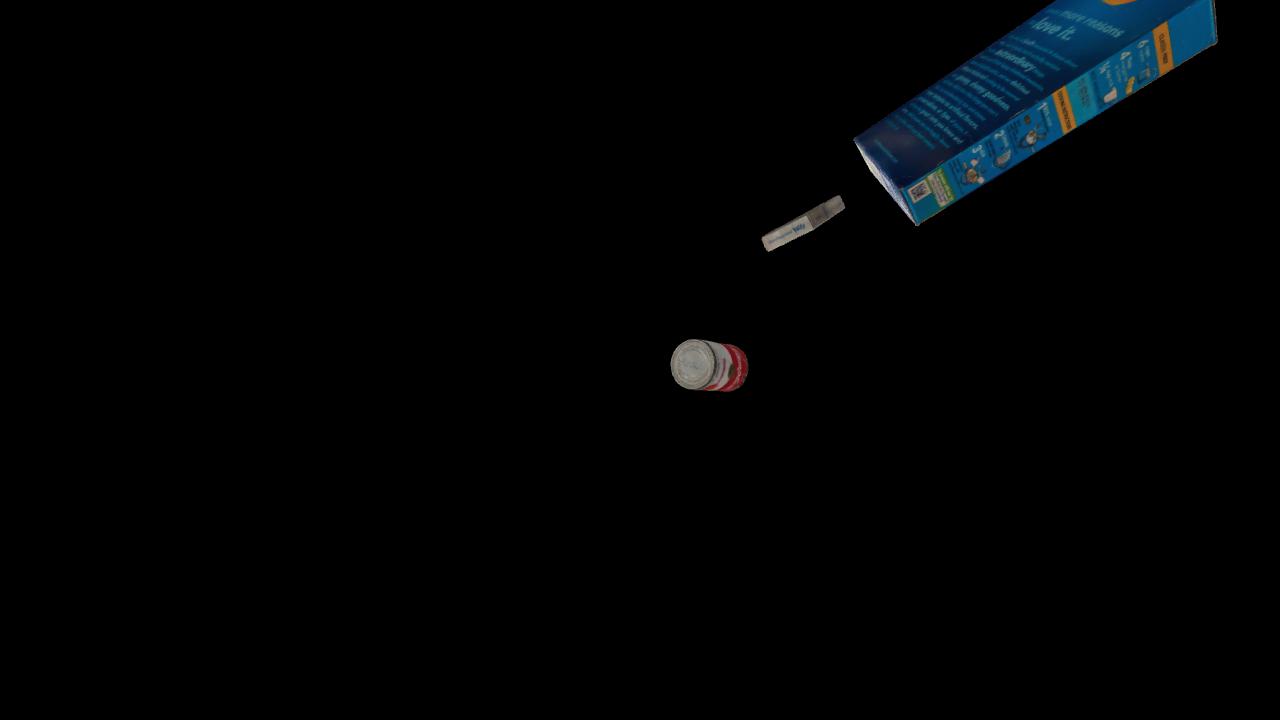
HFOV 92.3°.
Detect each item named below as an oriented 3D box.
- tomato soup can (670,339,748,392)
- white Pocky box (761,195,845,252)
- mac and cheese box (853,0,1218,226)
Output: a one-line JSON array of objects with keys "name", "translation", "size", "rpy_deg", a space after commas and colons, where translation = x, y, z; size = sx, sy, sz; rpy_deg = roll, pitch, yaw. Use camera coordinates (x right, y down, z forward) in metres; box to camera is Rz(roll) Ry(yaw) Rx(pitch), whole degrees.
[{"name": "tomato soup can", "translation": [0.094, 0.008, 0.824], "size": [0.068, 0.068, 0.101], "rpy_deg": [0, -4, 34]}, {"name": "white Pocky box", "translation": [0.258, -0.215, 0.962], "size": [0.084, 0.028, 0.154], "rpy_deg": [-24, 7, 41]}, {"name": "mac and cheese box", "translation": [0.246, -0.174, 0.408], "size": [0.184, 0.093, 0.041], "rpy_deg": [-32, -55, 20]}]
